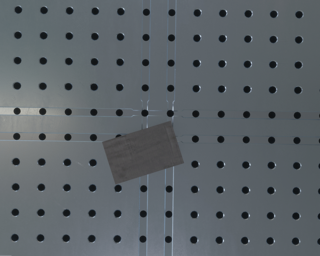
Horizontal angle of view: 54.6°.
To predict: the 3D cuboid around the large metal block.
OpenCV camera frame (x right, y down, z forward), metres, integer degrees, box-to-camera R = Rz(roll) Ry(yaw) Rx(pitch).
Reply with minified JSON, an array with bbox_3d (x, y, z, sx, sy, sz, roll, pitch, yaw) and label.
[{"bbox_3d":[-0.019,0.027,0.386,0.080,0.080,0.050,-17,90,0],"label":"large metal block"}]
